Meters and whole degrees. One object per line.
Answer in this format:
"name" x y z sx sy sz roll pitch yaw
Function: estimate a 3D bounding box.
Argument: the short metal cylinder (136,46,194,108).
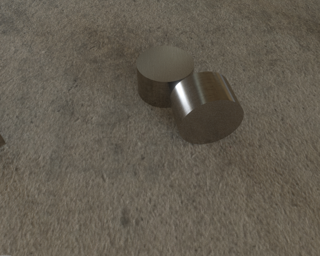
"short metal cylinder" 0.007 -0.075 0.450 0.081 0.050 0.080 0 50 0

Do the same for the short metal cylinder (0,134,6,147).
"short metal cylinder" -0.229 -0.001 0.365 0.050 0.080 0.080 -35 59 -26

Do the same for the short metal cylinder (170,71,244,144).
"short metal cylinder" 0.057 -0.024 0.388 0.081 0.080 0.050 -9 51 -8
